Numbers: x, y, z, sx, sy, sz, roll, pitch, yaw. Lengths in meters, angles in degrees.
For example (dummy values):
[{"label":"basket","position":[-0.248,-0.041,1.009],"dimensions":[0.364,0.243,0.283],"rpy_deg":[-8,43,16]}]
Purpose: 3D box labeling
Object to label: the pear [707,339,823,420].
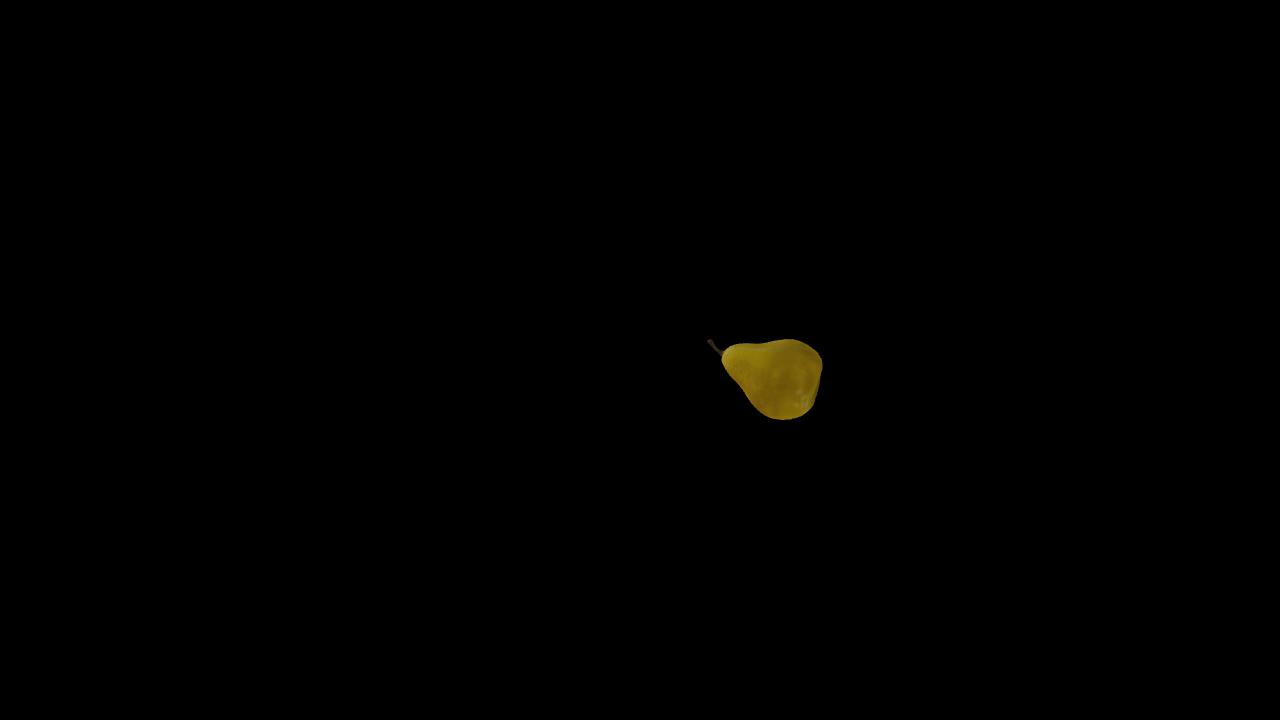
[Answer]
[{"label":"pear","position":[0.115,0.012,0.591],"dimensions":[0.111,0.080,0.080],"rpy_deg":[15,5,20]}]
